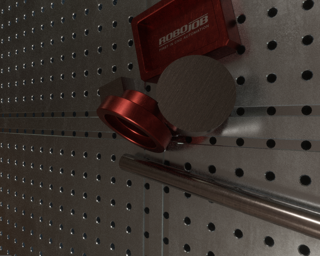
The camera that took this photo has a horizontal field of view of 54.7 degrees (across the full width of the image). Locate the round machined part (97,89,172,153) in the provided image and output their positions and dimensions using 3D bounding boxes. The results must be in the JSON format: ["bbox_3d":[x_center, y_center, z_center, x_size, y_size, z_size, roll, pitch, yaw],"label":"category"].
[{"bbox_3d":[-0.027,-0.012,0.394,0.098,0.098,0.042,16,68,38],"label":"round machined part"}]

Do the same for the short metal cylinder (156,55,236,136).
[{"bbox_3d":[0.038,-0.032,0.336,0.080,0.050,0.080,0,83,3],"label":"short metal cylinder"}]

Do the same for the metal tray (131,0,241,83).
[{"bbox_3d":[0.026,-0.117,0.382,0.130,0.030,0.090,-17,79,38],"label":"metal tray"}]

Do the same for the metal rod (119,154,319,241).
[{"bbox_3d":[0.065,0.073,0.354,0.300,0.025,0.025,12,98,39],"label":"metal rod"}]

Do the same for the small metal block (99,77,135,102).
[{"bbox_3d":[-0.061,-0.042,0.457,0.050,0.025,0.050,-18,78,38],"label":"small metal block"}]
